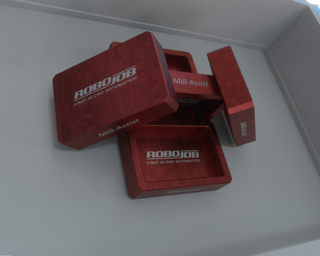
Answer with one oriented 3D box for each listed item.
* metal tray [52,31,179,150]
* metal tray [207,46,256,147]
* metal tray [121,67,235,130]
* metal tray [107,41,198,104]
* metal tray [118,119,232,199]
[{"bbox_3d":[-0.053,-0.039,0.340,0.030,0.130,0.090,41,32,-60],"label":"metal tray"},{"bbox_3d":[0.100,-0.038,0.421,0.030,0.130,0.090,-19,64,10],"label":"metal tray"},{"bbox_3d":[0.016,-0.031,0.390,0.131,0.090,0.030,1,62,-29],"label":"metal tray"},{"bbox_3d":[-0.006,-0.071,0.440,0.131,0.030,0.090,0,62,-29],"label":"metal tray"},{"bbox_3d":[0.019,0.035,0.387,0.131,0.030,0.090,1,61,-29],"label":"metal tray"}]
